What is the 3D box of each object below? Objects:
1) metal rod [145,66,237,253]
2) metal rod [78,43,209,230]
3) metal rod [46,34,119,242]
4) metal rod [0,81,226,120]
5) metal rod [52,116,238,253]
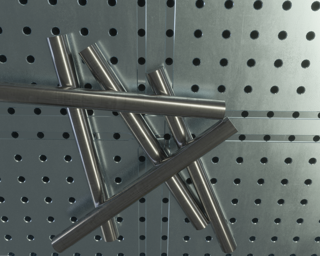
[{"bbox_3d":[0.050,0.057,0.435,0.025,0.025,0.299,-22,109,7],"label":"metal rod"},{"bbox_3d":[-0.013,0.024,0.421,0.025,0.025,0.299,-29,108,10],"label":"metal rod"},{"bbox_3d":[-0.099,0.028,0.422,0.025,0.025,0.298,-9,110,3],"label":"metal rod"},{"bbox_3d":[-0.073,-0.034,0.373,0.302,0.025,0.025,5,110,-3],"label":"metal rod"},{"bbox_3d":[-0.028,0.081,0.416,0.300,0.025,0.025,-36,107,12],"label":"metal rod"}]
